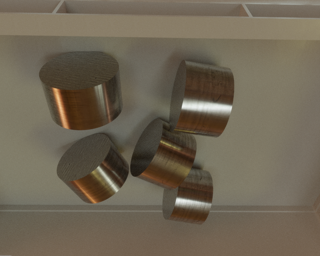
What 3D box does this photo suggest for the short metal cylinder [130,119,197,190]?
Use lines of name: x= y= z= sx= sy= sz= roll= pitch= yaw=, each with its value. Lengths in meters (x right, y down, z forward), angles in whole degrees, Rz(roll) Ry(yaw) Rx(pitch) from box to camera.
short metal cylinder: x=0.003 y=0.034 z=0.402 sx=0.050 sy=0.080 sz=0.080 roll=26 pitch=125 yaw=-21

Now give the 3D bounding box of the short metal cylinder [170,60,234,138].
short metal cylinder: x=0.044 y=-0.032 z=0.347 sx=0.050 sy=0.080 sz=0.079 roll=8 pitch=130 yaw=-8

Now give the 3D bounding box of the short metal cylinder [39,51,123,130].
short metal cylinder: x=-0.083 y=-0.042 z=0.336 sx=0.081 sy=0.080 sz=0.050 roll=0 pitch=130 yaw=0

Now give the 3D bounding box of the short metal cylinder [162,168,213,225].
short metal cylinder: x=0.039 y=0.098 z=0.457 sx=0.050 sy=0.080 sz=0.079 roll=12 pitch=129 yaw=-11

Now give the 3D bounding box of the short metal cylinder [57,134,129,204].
short metal cylinder: x=-0.089 y=0.054 z=0.417 sx=0.080 sy=0.080 sz=0.050 roll=-19 pitch=128 yaw=15
